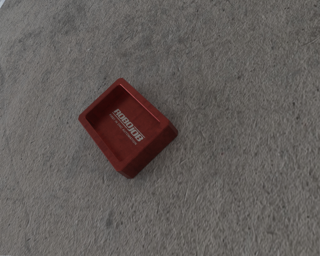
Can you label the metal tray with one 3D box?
[{"bbox_3d":[-0.048,-0.004,0.429,0.090,0.030,0.130,-44,51,-2],"label":"metal tray"}]
